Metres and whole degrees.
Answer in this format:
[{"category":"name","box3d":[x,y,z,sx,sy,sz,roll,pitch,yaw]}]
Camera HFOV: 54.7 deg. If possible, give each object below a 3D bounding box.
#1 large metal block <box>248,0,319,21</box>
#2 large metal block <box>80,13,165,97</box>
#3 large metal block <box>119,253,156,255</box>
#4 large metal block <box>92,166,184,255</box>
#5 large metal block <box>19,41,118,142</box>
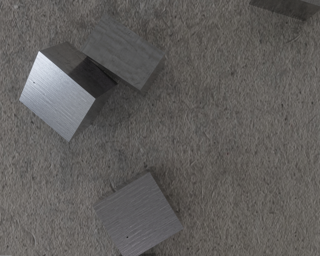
[{"category":"large metal block","box3d":[0.171,-0.195,0.398,0.080,0.050,0.080,17,90,0]},{"category":"large metal block","box3d":[-0.041,-0.084,0.382,0.080,0.080,0.050,34,90,0]},{"category":"large metal block","box3d":[-0.029,0.212,0.382,0.050,0.080,0.080,-3,90,0]},{"category":"large metal block","box3d":[-0.026,0.107,0.397,0.080,0.050,0.080,-31,90,0]},{"category":"large metal block","box3d":[-0.112,-0.044,0.378,0.080,0.050,0.080,41,125,0]}]
